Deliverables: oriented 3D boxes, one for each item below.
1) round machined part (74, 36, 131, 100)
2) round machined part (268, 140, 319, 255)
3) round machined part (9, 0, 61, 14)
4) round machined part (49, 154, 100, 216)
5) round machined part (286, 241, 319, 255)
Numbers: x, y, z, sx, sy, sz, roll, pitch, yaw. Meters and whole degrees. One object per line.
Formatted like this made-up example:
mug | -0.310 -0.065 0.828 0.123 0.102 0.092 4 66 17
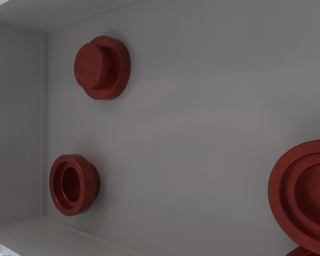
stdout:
round machined part | -0.094 -0.092 0.474 0.098 0.042 0.097 0 90 40
round machined part | 0.151 0.058 0.271 0.098 0.042 0.097 0 90 40
round machined part | -0.229 -0.236 0.552 0.098 0.099 0.042 37 118 34
round machined part | -0.136 0.091 0.509 0.098 0.042 0.097 0 90 40
round machined part | 0.145 0.144 0.252 0.098 0.098 0.042 -12 118 39
